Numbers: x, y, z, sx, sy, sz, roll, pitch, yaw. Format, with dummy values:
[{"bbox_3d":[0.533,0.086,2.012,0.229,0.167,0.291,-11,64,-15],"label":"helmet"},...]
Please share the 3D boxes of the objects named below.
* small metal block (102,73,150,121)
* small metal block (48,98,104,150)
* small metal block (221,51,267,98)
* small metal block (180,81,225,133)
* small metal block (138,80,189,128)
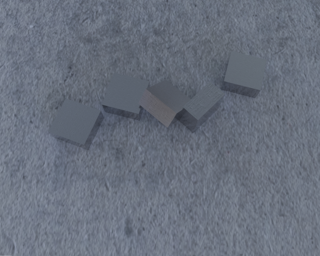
[{"bbox_3d":[-0.045,-0.043,0.423,0.050,0.025,0.050,14,70,5],"label":"small metal block"},{"bbox_3d":[-0.109,-0.005,0.409,0.050,0.025,0.050,20,71,6],"label":"small metal block"},{"bbox_3d":[0.118,-0.075,0.437,0.050,0.025,0.050,15,71,5],"label":"small metal block"},{"bbox_3d":[0.054,-0.026,0.405,0.025,0.050,0.050,43,75,13],"label":"small metal block"},{"bbox_3d":[0.009,-0.033,0.407,0.050,0.025,0.050,40,36,12],"label":"small metal block"}]
